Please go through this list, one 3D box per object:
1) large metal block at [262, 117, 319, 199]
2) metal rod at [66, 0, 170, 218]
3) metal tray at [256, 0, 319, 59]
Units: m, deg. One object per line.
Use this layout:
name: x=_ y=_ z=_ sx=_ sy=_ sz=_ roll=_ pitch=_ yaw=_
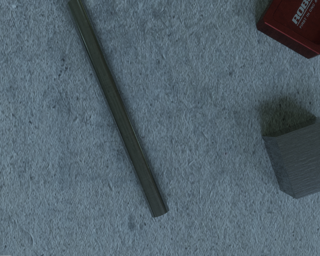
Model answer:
large metal block: x=0.191 y=0.036 z=0.400 sx=0.080 sy=0.050 sz=0.080 roll=-19 pitch=90 yaw=-1
metal rod: x=-0.055 y=-0.026 z=0.409 sx=0.025 sy=0.025 sz=0.299 roll=-22 pitch=90 yaw=0
metal tray: x=0.201 y=-0.170 z=0.409 sx=0.090 sy=0.030 sz=0.130 roll=30 pitch=90 yaw=-1
